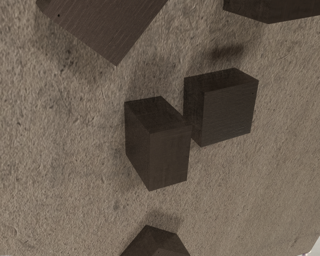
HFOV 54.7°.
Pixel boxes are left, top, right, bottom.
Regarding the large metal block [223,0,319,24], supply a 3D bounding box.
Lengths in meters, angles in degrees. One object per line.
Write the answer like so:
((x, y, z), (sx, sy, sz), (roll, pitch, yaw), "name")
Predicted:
((0.129, -0.156, 0.347), (0.081, 0.080, 0.050), (-16, 125, -20), "large metal block")

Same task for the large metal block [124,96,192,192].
((-0.006, 0.016, 0.380), (0.050, 0.080, 0.079), (-12, 124, -22), "large metal block")

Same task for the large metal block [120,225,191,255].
((-0.010, 0.219, 0.522), (0.080, 0.050, 0.080), (32, 100, -39), "large metal block")

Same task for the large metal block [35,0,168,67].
((-0.054, -0.118, 0.289), (0.080, 0.050, 0.080), (33, 100, -39), "large metal block")

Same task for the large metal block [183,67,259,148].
((0.079, -0.029, 0.418), (0.081, 0.050, 0.079), (-15, 125, -21), "large metal block")
